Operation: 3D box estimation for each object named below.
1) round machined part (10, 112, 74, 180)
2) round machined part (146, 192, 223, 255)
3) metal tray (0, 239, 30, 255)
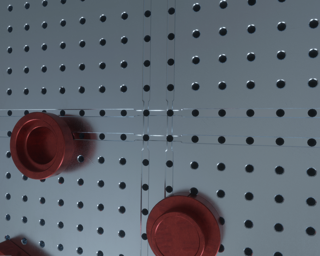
[{"bbox_3d":[-0.170,0.025,0.464,0.098,0.042,0.097,0,90,20],"label":"round machined part"},{"bbox_3d":[0.027,0.134,0.394,0.098,0.042,0.097,0,90,20],"label":"round machined part"},{"bbox_3d":[-0.248,0.260,0.497,0.090,0.030,0.129,28,99,17],"label":"metal tray"}]
